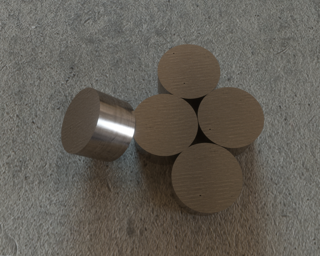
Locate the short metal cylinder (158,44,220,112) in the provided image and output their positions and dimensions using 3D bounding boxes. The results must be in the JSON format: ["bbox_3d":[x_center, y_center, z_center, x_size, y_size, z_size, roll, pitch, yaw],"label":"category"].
[{"bbox_3d":[0.037,-0.065,0.420,0.081,0.050,0.080,0,70,0],"label":"short metal cylinder"}]

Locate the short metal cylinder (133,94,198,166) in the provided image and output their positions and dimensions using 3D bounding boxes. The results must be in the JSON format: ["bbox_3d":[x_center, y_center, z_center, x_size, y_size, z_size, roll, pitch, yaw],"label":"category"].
[{"bbox_3d":[0.005,0.003,0.395,0.081,0.050,0.080,0,70,0],"label":"short metal cylinder"}]

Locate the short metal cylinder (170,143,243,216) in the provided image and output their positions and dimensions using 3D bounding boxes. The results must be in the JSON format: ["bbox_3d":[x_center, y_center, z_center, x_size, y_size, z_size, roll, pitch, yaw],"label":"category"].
[{"bbox_3d":[0.053,0.063,0.373,0.081,0.050,0.080,0,70,0],"label":"short metal cylinder"}]

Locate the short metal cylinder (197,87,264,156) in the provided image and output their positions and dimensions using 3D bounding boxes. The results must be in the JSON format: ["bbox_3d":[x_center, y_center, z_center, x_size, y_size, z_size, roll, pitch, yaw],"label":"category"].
[{"bbox_3d":[0.086,-0.006,0.399,0.081,0.050,0.080,0,70,0],"label":"short metal cylinder"}]

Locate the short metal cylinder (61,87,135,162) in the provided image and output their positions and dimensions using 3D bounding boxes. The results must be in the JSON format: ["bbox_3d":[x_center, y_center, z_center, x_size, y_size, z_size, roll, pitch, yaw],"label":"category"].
[{"bbox_3d":[-0.076,-0.003,0.375,0.080,0.050,0.080,-20,61,40],"label":"short metal cylinder"}]
